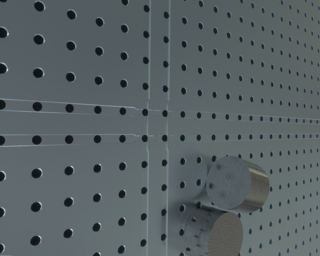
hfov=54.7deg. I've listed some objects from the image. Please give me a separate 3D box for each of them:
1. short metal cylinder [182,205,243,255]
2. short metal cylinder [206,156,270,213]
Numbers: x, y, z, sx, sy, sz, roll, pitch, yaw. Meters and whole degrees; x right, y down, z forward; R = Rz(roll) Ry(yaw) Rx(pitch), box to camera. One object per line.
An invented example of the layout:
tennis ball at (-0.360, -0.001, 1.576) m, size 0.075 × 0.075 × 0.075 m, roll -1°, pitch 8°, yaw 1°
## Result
short metal cylinder at (0.079, 0.161, 0.462) m, size 0.081 × 0.050 × 0.079 m, roll 0°, pitch 90°, yaw -40°
short metal cylinder at (0.119, 0.087, 0.476) m, size 0.050 × 0.080 × 0.080 m, roll 22°, pitch 76°, yaw -38°
